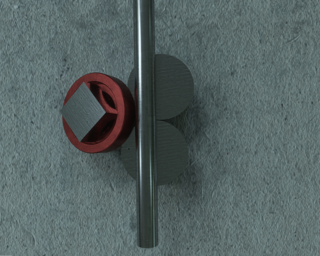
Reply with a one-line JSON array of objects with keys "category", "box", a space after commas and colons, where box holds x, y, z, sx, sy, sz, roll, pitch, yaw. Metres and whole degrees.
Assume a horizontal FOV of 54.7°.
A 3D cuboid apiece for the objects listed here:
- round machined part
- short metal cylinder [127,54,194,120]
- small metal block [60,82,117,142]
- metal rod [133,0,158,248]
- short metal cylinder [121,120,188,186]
[{"category": "round machined part", "box": [-0.072, -0.017, 0.389, 0.098, 0.042, 0.097, -1, 87, 29]}, {"category": "short metal cylinder", "box": [0.001, -0.050, 0.399, 0.081, 0.050, 0.079, 0, 90, 0]}, {"category": "small metal block", "box": [-0.085, -0.018, 0.370, 0.050, 0.025, 0.050, -46, 68, 19]}, {"category": "metal rod", "box": [-0.017, -0.014, 0.361, 0.025, 0.025, 0.298, -1, 90, 0]}, {"category": "short metal cylinder", "box": [-0.007, 0.030, 0.398, 0.081, 0.050, 0.080, 0, 89, 0]}]
